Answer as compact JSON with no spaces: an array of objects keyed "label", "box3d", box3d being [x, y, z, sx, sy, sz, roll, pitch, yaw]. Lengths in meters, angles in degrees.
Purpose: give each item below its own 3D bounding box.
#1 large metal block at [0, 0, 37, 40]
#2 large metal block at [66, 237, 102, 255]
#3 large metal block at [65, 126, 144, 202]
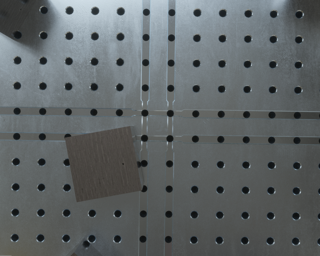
[{"label":"large metal block","box3d":[-0.203,-0.167,0.385,0.050,0.080,0.080,30,90,0]},{"label":"large metal block","box3d":[-0.104,0.207,0.400,0.080,0.050,0.080,45,90,0]},{"label":"large metal block","box3d":[-0.068,0.044,0.400,0.080,0.050,0.080,-10,90,0]}]
